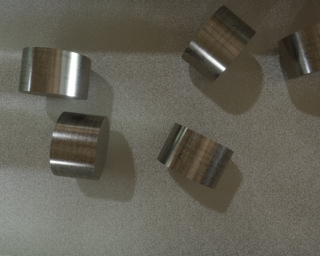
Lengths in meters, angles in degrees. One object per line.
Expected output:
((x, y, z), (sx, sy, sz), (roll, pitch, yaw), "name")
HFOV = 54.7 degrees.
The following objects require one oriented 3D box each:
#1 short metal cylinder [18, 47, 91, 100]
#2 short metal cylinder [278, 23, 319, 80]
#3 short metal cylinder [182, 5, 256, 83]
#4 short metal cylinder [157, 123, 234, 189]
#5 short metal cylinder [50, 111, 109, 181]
((-0.128, -0.065, 0.383), (0.080, 0.080, 0.050), (6, 90, 0), "short metal cylinder")
((0.195, -0.096, 0.385), (0.080, 0.080, 0.050), (-17, 90, 0), "short metal cylinder")
((0.072, -0.103, 0.384), (0.050, 0.080, 0.080), (40, 90, 0), "short metal cylinder")
((0.043, 0.034, 0.384), (0.080, 0.080, 0.050), (27, 90, 0), "short metal cylinder")
((-0.096, 0.022, 0.383), (0.050, 0.080, 0.080), (7, 90, 0), "short metal cylinder")
